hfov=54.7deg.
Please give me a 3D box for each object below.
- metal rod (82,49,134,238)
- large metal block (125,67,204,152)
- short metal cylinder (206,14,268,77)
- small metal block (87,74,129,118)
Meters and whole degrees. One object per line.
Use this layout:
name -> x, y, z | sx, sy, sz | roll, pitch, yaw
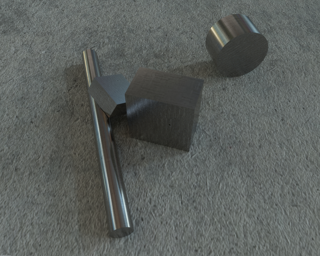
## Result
metal rod -> -0.076, -0.005, 0.406 | 0.025, 0.025, 0.300 | -11, 51, -10
large metal block -> 0.006, -0.022, 0.386 | 0.080, 0.080, 0.050 | 13, 51, 10
short metal cylinder -> 0.116, -0.125, 0.474 | 0.081, 0.080, 0.050 | -10, 51, -9
small metal block -> -0.060, -0.045, 0.420 | 0.050, 0.025, 0.050 | 49, 37, 16
